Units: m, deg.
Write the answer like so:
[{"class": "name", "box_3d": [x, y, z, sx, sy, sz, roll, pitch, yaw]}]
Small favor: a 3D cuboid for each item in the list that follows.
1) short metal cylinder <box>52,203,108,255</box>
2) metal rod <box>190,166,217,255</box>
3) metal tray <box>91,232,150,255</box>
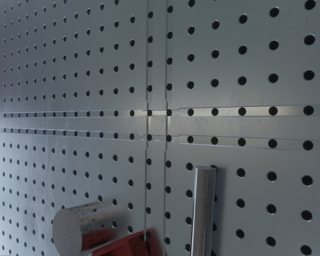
[{"class": "short metal cylinder", "box_3d": [-0.129, 0.166, 0.500, 0.080, 0.050, 0.079, 0, 90, 40]}, {"class": "metal rod", "box_3d": [0.046, 0.195, 0.371, 0.025, 0.025, 0.298, 5, 93, 40]}, {"class": "metal tray", "box_3d": [-0.043, 0.226, 0.441, 0.090, 0.030, 0.130, -35, 69, 34]}]
